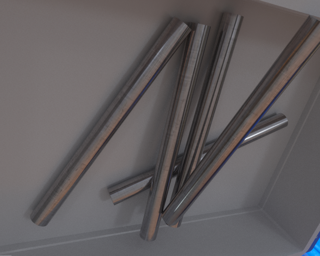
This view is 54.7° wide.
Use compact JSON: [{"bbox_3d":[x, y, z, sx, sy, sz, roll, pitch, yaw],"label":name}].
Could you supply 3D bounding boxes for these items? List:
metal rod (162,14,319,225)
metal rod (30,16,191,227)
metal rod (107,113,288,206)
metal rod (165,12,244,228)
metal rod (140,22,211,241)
[{"bbox_3d":[0.079,0.015,0.354,0.025,0.025,0.298,9,127,-32],"label":"metal rod"},{"bbox_3d":[-0.064,-0.001,0.372,0.025,0.025,0.299,30,102,-38],"label":"metal rod"},{"bbox_3d":[0.067,0.041,0.470,0.302,0.025,0.025,-22,127,-15],"label":"metal rod"},{"bbox_3d":[0.054,0.002,0.416,0.025,0.025,0.298,4,110,-30],"label":"metal rod"},{"bbox_3d":[0.015,0.018,0.404,0.025,0.025,0.298,3,110,-30],"label":"metal rod"}]
